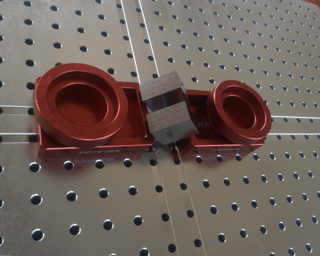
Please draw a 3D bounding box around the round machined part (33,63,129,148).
[{"bbox_3d":[-0.089,-0.021,0.346,0.099,0.042,0.098,14,56,-21],"label":"round machined part"}]

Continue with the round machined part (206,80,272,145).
[{"bbox_3d":[0.109,-0.018,0.451,0.099,0.042,0.098,14,56,-21],"label":"round machined part"}]

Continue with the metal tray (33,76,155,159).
[{"bbox_3d":[-0.078,-0.013,0.372,0.131,0.030,0.090,-1,64,-29],"label":"metal tray"}]

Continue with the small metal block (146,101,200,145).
[{"bbox_3d":[0.017,-0.005,0.385,0.050,0.050,0.025,-19,65,12],"label":"small metal block"}]

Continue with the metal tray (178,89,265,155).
[{"bbox_3d":[0.083,-0.009,0.455,0.131,0.030,0.090,1,62,-28],"label":"metal tray"}]

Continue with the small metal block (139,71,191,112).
[{"bbox_3d":[0.007,-0.044,0.404,0.050,0.050,0.025,-19,65,12],"label":"small metal block"}]
